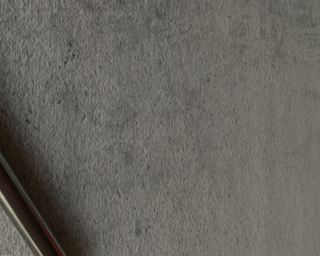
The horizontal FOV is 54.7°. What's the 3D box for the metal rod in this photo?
[{"bbox_3d":[-0.154,0.027,0.276,0.025,0.025,0.299,-36,113,-34],"label":"metal rod"}]
